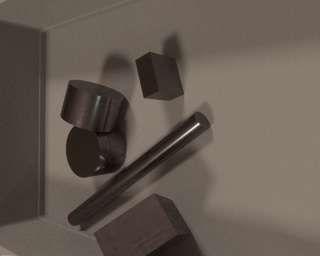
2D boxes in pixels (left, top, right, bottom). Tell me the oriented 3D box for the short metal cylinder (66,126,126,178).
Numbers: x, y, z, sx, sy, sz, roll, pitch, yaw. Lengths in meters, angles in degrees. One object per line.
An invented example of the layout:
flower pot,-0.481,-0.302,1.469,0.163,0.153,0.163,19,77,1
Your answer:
short metal cylinder,-0.097,0.032,0.468,0.080,0.050,0.079,0,90,39

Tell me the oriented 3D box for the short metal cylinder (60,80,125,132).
short metal cylinder,-0.097,-0.033,0.449,0.080,0.081,0.050,30,108,36

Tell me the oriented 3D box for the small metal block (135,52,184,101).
small metal block,0.000,-0.063,0.389,0.025,0.050,0.050,-21,77,38

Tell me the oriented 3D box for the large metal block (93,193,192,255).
large metal block,-0.016,0.124,0.364,0.080,0.080,0.050,-35,66,3

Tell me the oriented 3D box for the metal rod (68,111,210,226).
metal rod,-0.047,0.072,0.443,0.299,0.025,0.025,-40,66,32
